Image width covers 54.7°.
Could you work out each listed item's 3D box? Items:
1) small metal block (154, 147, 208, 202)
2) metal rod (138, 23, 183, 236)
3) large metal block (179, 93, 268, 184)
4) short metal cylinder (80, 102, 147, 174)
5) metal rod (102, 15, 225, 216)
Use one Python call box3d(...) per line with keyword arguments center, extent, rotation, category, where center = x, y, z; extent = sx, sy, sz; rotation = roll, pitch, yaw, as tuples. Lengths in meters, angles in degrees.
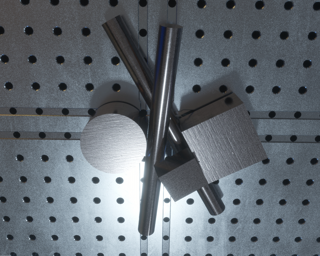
box3d(center=(0.028, 0.060, 0.398), extent=(0.050, 0.025, 0.050), rotation=(-29, 123, 2), category="small metal block")
box3d(center=(-0.004, 0.022, 0.397), extent=(0.025, 0.025, 0.298), rotation=(6, 118, -2), category="metal rod")
box3d(center=(0.080, 0.012, 0.401), extent=(0.080, 0.050, 0.080), rotation=(-26, 108, 9), category="large metal block")
box3d(center=(-0.057, 0.012, 0.400), extent=(0.081, 0.050, 0.079), rotation=(0, 110, -1), category="short metal cylinder")
box3d(center=(0.013, -0.003, 0.408), extent=(0.025, 0.025, 0.299), rotation=(-27, 109, 9), category="metal rod")
